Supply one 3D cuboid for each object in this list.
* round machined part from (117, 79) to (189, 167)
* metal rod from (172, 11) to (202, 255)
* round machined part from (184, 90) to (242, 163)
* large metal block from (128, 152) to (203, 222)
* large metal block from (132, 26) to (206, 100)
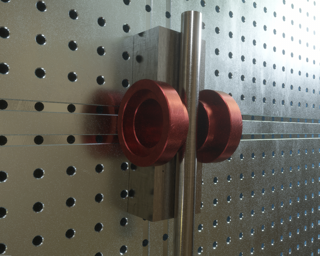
[{"bbox_3d":[-0.005,-0.005,0.356,0.042,0.098,0.097,3,89,-40],"label":"round machined part"},{"bbox_3d":[0.033,0.012,0.371,0.025,0.025,0.298,3,88,-40],"label":"metal rod"},{"bbox_3d":[0.057,-0.002,0.409,0.042,0.098,0.097,2,89,-35],"label":"round machined part"},{"bbox_3d":[0.008,0.069,0.399,0.081,0.050,0.080,4,88,-40],"label":"large metal block"},{"bbox_3d":[0.012,-0.078,0.403,0.081,0.050,0.080,3,88,-40],"label":"large metal block"}]
